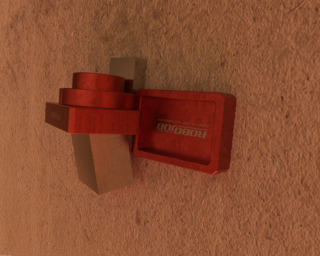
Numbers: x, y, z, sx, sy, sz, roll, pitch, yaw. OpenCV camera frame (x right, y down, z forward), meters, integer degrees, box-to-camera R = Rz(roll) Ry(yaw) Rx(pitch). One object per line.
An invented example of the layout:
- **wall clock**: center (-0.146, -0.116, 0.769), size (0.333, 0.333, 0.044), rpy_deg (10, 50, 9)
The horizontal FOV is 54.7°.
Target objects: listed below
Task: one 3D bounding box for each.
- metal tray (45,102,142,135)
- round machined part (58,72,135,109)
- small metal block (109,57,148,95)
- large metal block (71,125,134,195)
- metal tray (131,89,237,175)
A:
- **metal tray**: center (-0.094, -0.015, 0.417), size (0.130, 0.091, 0.030), rpy_deg (12, 99, 57)
- **round machined part**: center (-0.082, -0.049, 0.410), size (0.098, 0.099, 0.042), rpy_deg (8, 95, 39)
- **small metal block**: center (-0.047, -0.074, 0.443), size (0.050, 0.025, 0.050), rpy_deg (9, 95, 39)
- **large metal block**: center (-0.082, 0.037, 0.431), size (0.080, 0.050, 0.079), rpy_deg (11, 111, 57)
- **metal tray**: center (0.024, 0.000, 0.382), size (0.130, 0.030, 0.089), rpy_deg (8, 95, 39)
